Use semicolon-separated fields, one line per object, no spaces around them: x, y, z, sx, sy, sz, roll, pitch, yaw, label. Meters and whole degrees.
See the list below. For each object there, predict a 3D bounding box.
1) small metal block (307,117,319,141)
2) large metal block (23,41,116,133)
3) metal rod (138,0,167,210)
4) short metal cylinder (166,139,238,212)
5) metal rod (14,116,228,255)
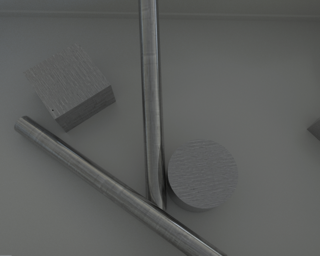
0.227;0.003;0.398;0.025;0.050;0.050;-39;75;-13;small metal block
-0.118;-0.054;0.415;0.080;0.050;0.080;-35;74;-12;large metal block
-0.010;-0.051;0.382;0.025;0.025;0.298;-2;88;-1;metal rod
0.048;0.059;0.374;0.081;0.050;0.080;1;70;-2;short metal cylinder
-0.059;0.069;0.367;0.300;0.025;0.025;31;73;16;metal rod
